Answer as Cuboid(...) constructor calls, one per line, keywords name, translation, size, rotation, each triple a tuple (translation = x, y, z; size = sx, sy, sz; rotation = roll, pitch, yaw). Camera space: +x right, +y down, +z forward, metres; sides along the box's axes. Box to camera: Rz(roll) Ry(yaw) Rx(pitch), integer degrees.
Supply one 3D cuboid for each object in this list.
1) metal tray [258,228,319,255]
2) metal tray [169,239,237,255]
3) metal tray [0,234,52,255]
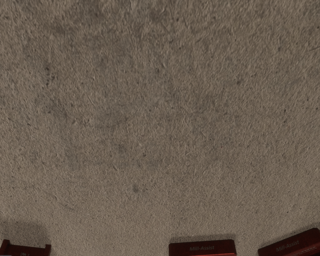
Cuboid(name="metal tray", translation=(0.279, 0.255, 0.625), size=(0.130, 0.030, 0.090), rotation=(-35, 123, 25))
Cuboid(name="metal tray", translation=(0.087, 0.269, 0.634), size=(0.131, 0.030, 0.089), rotation=(-5, 130, 4))
Cuboid(name="metal tray", translation=(-0.266, 0.273, 0.584), size=(0.091, 0.130, 0.030), rotation=(11, 133, -10))
